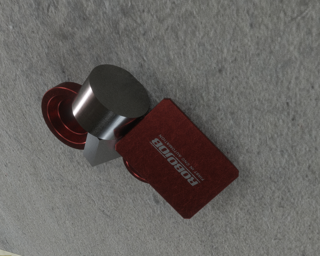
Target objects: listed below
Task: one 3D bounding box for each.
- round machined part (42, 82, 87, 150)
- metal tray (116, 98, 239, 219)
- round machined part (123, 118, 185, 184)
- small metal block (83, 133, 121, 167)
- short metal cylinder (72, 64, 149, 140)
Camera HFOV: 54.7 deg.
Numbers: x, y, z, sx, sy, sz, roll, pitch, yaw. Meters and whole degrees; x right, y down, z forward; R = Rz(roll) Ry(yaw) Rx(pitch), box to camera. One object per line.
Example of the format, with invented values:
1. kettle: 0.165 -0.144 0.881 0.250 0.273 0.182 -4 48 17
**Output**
1. round machined part: -0.116 -0.021 0.443 0.098 0.042 0.097 13 124 20
2. metal tray: 0.021 0.037 0.387 0.090 0.030 0.130 -43 95 7
3. round machined part: -0.012 0.038 0.425 0.098 0.042 0.097 13 124 20
4. small metal block: -0.071 0.020 0.417 0.025 0.050 0.050 46 133 28
5. short metal cylinder: -0.061 -0.032 0.384 0.080 0.080 0.050 44 129 -3
